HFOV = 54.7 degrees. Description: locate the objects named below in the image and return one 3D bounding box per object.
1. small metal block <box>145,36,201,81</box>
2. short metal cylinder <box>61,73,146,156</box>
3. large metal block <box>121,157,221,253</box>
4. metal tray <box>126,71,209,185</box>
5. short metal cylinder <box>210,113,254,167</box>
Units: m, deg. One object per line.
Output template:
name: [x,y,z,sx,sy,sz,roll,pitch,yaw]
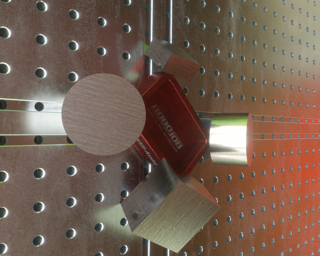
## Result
small metal block: [0.017,-0.090,0.403,0.050,0.050,0.025,11,121,-39]
short metal cylinder: [-0.059,-0.013,0.324,0.081,0.050,0.079,0,91,-15]
large metal block: [0.013,0.096,0.382,0.080,0.050,0.080,-48,124,6]
metal tray: [0.010,0.001,0.413,0.090,0.030,0.130,-49,119,-29]
short metal cylinder: [0.109,0.017,0.464,0.080,0.050,0.079,0,90,-66]
